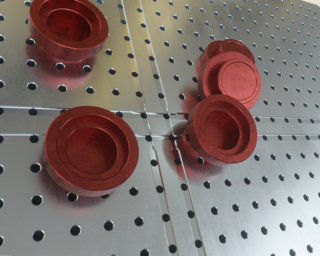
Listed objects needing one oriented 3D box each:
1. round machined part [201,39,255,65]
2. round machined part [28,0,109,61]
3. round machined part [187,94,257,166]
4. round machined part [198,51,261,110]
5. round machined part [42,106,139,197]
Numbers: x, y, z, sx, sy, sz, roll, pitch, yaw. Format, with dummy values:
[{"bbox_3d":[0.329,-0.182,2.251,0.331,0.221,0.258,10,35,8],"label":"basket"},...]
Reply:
[{"bbox_3d":[0.123,-0.113,0.531,0.099,0.042,0.098,14,56,-21],"label":"round machined part"},{"bbox_3d":[-0.122,-0.129,0.410,0.099,0.042,0.098,13,56,-21],"label":"round machined part"},{"bbox_3d":[0.081,0.006,0.429,0.099,0.042,0.098,8,68,-20],"label":"round machined part"},{"bbox_3d":[0.110,-0.068,0.470,0.099,0.042,0.097,0,89,-15],"label":"round machined part"},{"bbox_3d":[-0.077,0.028,0.339,0.099,0.042,0.098,13,56,-21],"label":"round machined part"}]
